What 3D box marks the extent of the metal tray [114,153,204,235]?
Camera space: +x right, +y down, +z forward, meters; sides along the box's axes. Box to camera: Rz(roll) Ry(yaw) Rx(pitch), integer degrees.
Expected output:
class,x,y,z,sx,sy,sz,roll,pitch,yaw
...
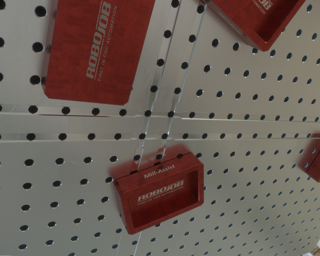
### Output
class,x,y,z,sx,sy,sz,roll,pitch,yaw
metal tray,0.003,0.099,0.469,0.131,0.030,0.089,-18,126,-18

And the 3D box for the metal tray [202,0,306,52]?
class,x,y,z,sx,sy,sz,roll,pitch,yaw
metal tray,0.111,-0.162,0.367,0.131,0.030,0.090,27,104,-37

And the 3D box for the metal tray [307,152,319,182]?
class,x,y,z,sx,sy,sz,roll,pitch,yaw
metal tray,0.383,0.074,0.660,0.131,0.030,0.089,10,114,-33

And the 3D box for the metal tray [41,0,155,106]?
class,x,y,z,sx,sy,sz,roll,pitch,yaw
metal tray,-0.064,-0.091,0.316,0.091,0.030,0.129,4,117,-30
